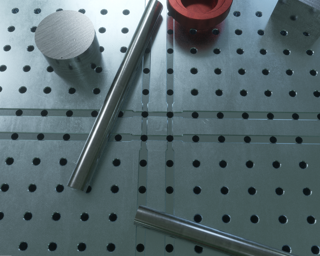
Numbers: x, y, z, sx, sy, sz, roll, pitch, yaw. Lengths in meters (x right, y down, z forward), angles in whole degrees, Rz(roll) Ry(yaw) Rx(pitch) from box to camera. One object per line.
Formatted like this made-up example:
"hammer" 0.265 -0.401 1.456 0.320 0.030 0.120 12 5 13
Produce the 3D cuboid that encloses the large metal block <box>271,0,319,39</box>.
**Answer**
"large metal block" 0.231 -0.197 0.472 0.080 0.050 0.080 32 73 11

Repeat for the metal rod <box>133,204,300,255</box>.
"metal rod" 0.116 0.147 0.358 0.301 0.025 0.025 17 71 6

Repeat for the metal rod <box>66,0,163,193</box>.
"metal rod" -0.055 -0.057 0.432 0.025 0.025 0.300 18 71 6

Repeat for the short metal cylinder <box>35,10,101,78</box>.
"short metal cylinder" -0.128 -0.118 0.441 0.081 0.050 0.080 0 70 0

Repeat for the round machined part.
"round machined part" 0.059 -0.191 0.473 0.099 0.042 0.098 0 70 0
